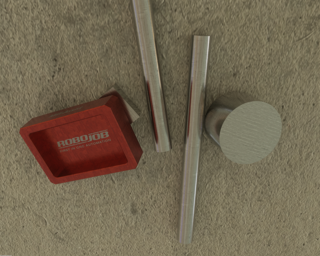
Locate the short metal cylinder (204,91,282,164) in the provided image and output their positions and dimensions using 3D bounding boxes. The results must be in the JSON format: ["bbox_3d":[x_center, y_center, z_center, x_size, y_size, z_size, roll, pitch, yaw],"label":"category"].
[{"bbox_3d":[0.102,-0.002,0.389,0.081,0.050,0.079,-5,110,-12],"label":"short metal cylinder"}]

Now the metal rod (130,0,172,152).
[{"bbox_3d":[-0.016,-0.111,0.368,0.025,0.025,0.298,-8,110,2],"label":"metal rod"}]

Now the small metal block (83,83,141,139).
[{"bbox_3d":[-0.061,-0.022,0.401,0.050,0.025,0.050,-38,106,12],"label":"small metal block"}]

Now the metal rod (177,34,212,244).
[{"bbox_3d":[0.044,0.029,0.421,0.025,0.025,0.298,2,110,-1],"label":"metal rod"}]

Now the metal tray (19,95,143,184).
[{"bbox_3d":[-0.098,0.019,0.392,0.130,0.030,0.090,-13,116,19],"label":"metal tray"}]
